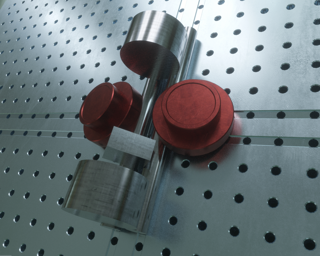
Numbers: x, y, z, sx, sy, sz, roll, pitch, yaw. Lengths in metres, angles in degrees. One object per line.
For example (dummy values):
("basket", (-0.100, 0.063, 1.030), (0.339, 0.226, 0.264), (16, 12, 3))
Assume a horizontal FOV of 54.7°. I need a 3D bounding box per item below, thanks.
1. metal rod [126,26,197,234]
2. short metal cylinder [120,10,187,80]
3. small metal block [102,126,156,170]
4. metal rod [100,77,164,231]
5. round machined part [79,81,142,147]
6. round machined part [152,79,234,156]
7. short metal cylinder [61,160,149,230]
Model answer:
("metal rod", (0.009, -0.015, 0.412), (0.025, 0.025, 0.300), (1, 62, 29))
("short metal cylinder", (-0.008, -0.109, 0.415), (0.080, 0.080, 0.050), (1, 62, 28))
("small metal block", (-0.038, 0.025, 0.367), (0.050, 0.050, 0.025), (20, 66, -9))
("metal rod", (-0.023, -0.013, 0.427), (0.025, 0.025, 0.300), (1, 62, 29))
("round machined part", (-0.075, -0.025, 0.437), (0.098, 0.042, 0.098), (-24, 48, 30))
("round machined part", (0.039, -0.019, 0.372), (0.098, 0.042, 0.098), (-4, 62, 9))
("short metal cylinder", (-0.057, 0.072, 0.331), (0.080, 0.080, 0.050), (1, 62, 28))
